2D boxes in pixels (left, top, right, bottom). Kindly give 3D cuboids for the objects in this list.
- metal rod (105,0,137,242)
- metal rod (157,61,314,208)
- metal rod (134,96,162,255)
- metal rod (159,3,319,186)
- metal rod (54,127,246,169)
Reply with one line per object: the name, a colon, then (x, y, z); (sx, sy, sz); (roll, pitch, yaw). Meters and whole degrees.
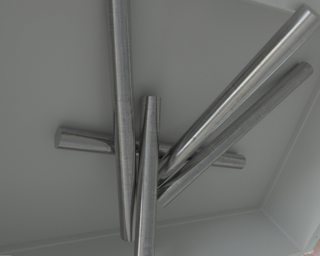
metal rod: (-0.041, 0.007, 0.361); (0.025, 0.025, 0.298); (-10, 114, -23)
metal rod: (0.111, 0.004, 0.448); (0.301, 0.025, 0.025); (-40, 130, -10)
metal rod: (-0.017, 0.111, 0.379); (0.025, 0.025, 0.298); (3, 89, -30)
metal rod: (0.056, -0.007, 0.354); (0.025, 0.025, 0.298); (10, 136, -33)
metal rod: (0.009, 0.034, 0.434); (0.302, 0.025, 0.025); (10, 113, -33)
